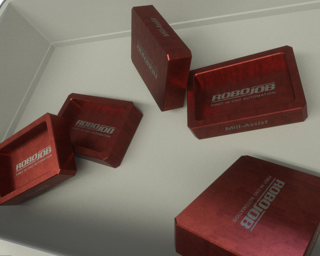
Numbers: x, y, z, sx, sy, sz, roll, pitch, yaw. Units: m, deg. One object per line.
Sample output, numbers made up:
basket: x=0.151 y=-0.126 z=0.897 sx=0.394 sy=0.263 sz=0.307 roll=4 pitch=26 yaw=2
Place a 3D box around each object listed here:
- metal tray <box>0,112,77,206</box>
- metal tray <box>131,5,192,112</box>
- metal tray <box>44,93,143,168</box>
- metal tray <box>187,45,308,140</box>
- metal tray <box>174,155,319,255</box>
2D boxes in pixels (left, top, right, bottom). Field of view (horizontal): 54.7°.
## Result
metal tray: x=-0.182 y=0.047 z=0.439 sx=0.130 sy=0.030 sz=0.090 roll=-28 pitch=66 yaw=23
metal tray: x=-0.004 y=-0.097 z=0.422 sx=0.030 sy=0.089 sz=0.130 roll=-14 pitch=49 yaw=-18
metal tray: x=-0.099 y=-0.001 z=0.452 sx=0.130 sy=0.030 sz=0.090 roll=11 pitch=67 yaw=32
metal tray: x=0.099 y=-0.042 z=0.375 sx=0.130 sy=0.030 sz=0.090 roll=-11 pitch=57 yaw=21
metal tray: x=0.084 y=0.073 z=0.263 sx=0.090 sy=0.030 sz=0.131 roll=17 pitch=30 yaw=34
